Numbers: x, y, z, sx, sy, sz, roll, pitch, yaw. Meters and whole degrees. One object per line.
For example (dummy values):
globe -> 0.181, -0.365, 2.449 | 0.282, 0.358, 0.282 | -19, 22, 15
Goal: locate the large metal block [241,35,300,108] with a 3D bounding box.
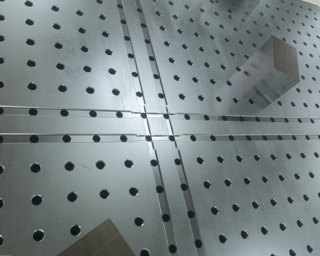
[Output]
large metal block -> 0.186, -0.095, 0.530 | 0.050, 0.080, 0.080 | 23, 53, -14

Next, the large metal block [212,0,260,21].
large metal block -> 0.157, -0.284, 0.649 | 0.080, 0.050, 0.080 | 18, 55, -18

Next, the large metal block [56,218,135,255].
large metal block -> -0.052, 0.133, 0.263 | 0.050, 0.080, 0.080 | -30, 79, -37
